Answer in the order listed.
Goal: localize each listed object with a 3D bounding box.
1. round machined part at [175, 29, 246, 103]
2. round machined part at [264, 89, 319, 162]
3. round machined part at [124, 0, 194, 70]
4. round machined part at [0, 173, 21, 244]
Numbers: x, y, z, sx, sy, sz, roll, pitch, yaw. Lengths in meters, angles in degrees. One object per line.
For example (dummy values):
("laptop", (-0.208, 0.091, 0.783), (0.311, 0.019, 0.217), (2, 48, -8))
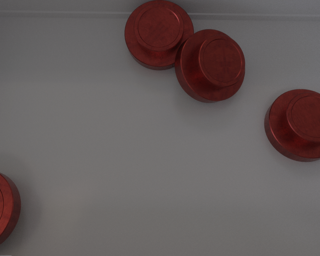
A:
("round machined part", (0.073, -0.084, 0.412), (0.099, 0.042, 0.097), (2, 85, -21))
("round machined part", (0.192, -0.008, 0.405), (0.099, 0.042, 0.098), (0, 70, 0))
("round machined part", (-0.001, -0.134, 0.437), (0.099, 0.042, 0.097), (0, 86, 1))
("round machined part", (-0.212, 0.098, 0.363), (0.099, 0.042, 0.098), (0, 70, 0))
